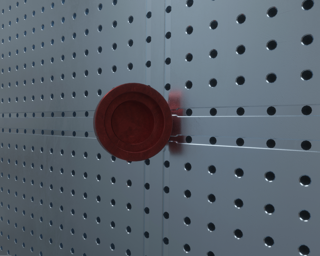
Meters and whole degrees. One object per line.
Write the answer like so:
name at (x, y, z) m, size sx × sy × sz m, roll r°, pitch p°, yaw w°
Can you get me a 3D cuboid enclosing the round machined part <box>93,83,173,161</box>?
round machined part at (-0.037, -0.007, 0.402) m, size 0.042 × 0.099 × 0.097 m, roll 173°, pitch 95°, yaw -71°
